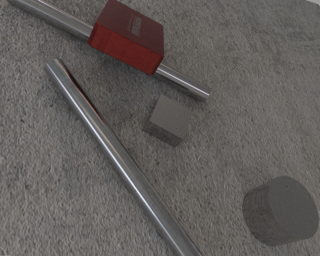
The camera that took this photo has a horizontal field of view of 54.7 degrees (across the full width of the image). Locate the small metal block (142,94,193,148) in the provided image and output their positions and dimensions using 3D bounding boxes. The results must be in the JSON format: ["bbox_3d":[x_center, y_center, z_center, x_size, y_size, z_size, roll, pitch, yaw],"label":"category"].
[{"bbox_3d":[0.011,-0.010,0.415,0.050,0.025,0.050,29,52,-10],"label":"small metal block"}]

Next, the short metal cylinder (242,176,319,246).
[{"bbox_3d":[0.157,0.109,0.406,0.081,0.050,0.080,14,56,-21],"label":"short metal cylinder"}]

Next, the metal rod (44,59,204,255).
[{"bbox_3d":[-0.041,0.041,0.355,0.025,0.025,0.299,-30,78,-38],"label":"metal rod"}]

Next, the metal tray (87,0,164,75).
[{"bbox_3d":[-0.041,-0.130,0.427,0.090,0.030,0.130,23,32,-16],"label":"metal tray"}]

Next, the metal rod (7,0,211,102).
[{"bbox_3d":[-0.062,-0.114,0.439,0.301,0.025,0.025,25,53,-13],"label":"metal rod"}]
